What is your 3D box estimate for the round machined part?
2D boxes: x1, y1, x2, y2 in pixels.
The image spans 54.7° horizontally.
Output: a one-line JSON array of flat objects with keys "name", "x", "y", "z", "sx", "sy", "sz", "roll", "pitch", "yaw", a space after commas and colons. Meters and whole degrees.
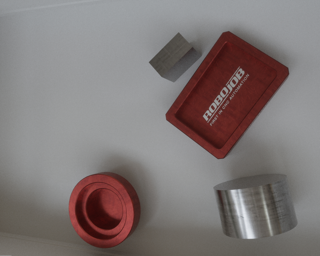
[{"name": "round machined part", "x": -0.072, "y": 0.109, "z": 0.426, "sx": 0.098, "sy": 0.042, "sz": 0.097, "roll": 0, "pitch": 90, "yaw": 19}]

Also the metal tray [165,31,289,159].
[{"name": "metal tray", "x": 0.080, "y": -0.039, "z": 0.379, "sx": 0.090, "sy": 0.030, "sz": 0.129, "roll": 38, "pitch": 102, "yaw": 15}]

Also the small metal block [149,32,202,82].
[{"name": "small metal block", "x": 0.020, "y": -0.087, "z": 0.389, "sx": 0.050, "sy": 0.050, "sz": 0.025, "roll": -43, "pitch": 77, "yaw": 15}]

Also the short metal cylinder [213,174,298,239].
[{"name": "short metal cylinder", "x": 0.105, "y": 0.084, "z": 0.344, "sx": 0.080, "sy": 0.080, "sz": 0.050, "roll": -13, "pitch": 86, "yaw": 19}]
